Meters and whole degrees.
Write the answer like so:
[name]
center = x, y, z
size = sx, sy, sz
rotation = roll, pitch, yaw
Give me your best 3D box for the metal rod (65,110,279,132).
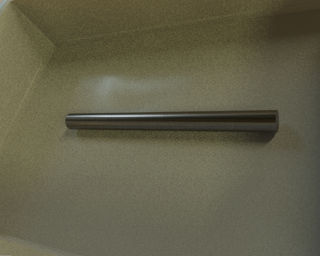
[metal rod]
center = -0.004, -0.009, 0.409
size = 0.300, 0.025, 0.025
rotation = 1, 62, 28
